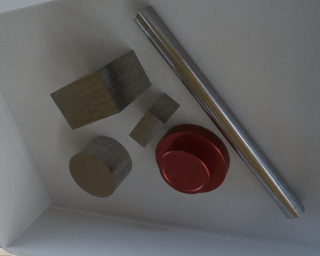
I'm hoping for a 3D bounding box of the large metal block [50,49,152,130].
[{"bbox_3d":[-0.070,-0.047,0.379,0.080,0.080,0.050,-17,110,34],"label":"large metal block"}]

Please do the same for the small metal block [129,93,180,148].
[{"bbox_3d":[-0.006,-0.010,0.389,0.025,0.050,0.050,40,129,1],"label":"small metal block"}]

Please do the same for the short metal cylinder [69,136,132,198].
[{"bbox_3d":[-0.090,0.059,0.475,0.080,0.050,0.079,13,124,20],"label":"short metal cylinder"}]

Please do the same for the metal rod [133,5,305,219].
[{"bbox_3d":[0.074,-0.011,0.361,0.025,0.025,0.300,-32,101,38],"label":"metal rod"}]

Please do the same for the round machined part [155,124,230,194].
[{"bbox_3d":[0.038,0.047,0.406,0.098,0.042,0.097,13,124,20],"label":"round machined part"}]
